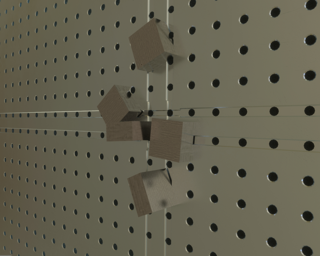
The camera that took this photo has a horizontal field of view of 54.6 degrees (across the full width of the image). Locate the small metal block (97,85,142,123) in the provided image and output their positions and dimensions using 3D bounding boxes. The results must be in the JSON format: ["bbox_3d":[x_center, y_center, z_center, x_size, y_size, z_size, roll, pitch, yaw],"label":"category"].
[{"bbox_3d":[-0.062,-0.028,0.462,0.050,0.025,0.050,-45,63,31],"label":"small metal block"}]

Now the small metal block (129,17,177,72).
[{"bbox_3d":[-0.011,-0.111,0.420,0.050,0.025,0.050,-26,74,37],"label":"small metal block"}]

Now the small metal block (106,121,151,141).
[{"bbox_3d":[-0.038,0.005,0.425,0.050,0.050,0.025,-3,88,40],"label":"small metal block"}]

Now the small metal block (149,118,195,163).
[{"bbox_3d":[0.015,0.014,0.398,0.050,0.025,0.050,8,95,39],"label":"small metal block"}]

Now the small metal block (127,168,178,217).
[{"bbox_3d":[-0.009,0.083,0.402,0.025,0.050,0.050,-29,72,36],"label":"small metal block"}]
